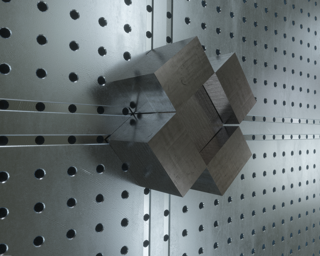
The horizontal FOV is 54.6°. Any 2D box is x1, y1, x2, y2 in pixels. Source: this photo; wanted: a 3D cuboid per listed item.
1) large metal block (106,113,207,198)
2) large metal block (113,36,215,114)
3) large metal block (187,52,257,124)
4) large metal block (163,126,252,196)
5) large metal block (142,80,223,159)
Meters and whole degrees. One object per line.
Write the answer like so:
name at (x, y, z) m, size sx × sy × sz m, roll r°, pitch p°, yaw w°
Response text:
large metal block at (-0.004, 0.030, 0.368) m, size 0.050 × 0.080 × 0.080 m, roll -46°, pitch 118°, yaw -30°
large metal block at (0.005, -0.062, 0.376) m, size 0.080 × 0.080 × 0.050 m, roll -46°, pitch 118°, yaw -30°
large metal block at (0.075, -0.052, 0.435) m, size 0.050 × 0.080 × 0.080 m, roll -46°, pitch 118°, yaw -30°
large metal block at (0.066, 0.041, 0.429) m, size 0.080 × 0.080 × 0.050 m, roll -44°, pitch 117°, yaw -31°
large metal block at (0.027, -0.011, 0.413) m, size 0.080 × 0.050 × 0.080 m, roll -45°, pitch 116°, yaw -28°
